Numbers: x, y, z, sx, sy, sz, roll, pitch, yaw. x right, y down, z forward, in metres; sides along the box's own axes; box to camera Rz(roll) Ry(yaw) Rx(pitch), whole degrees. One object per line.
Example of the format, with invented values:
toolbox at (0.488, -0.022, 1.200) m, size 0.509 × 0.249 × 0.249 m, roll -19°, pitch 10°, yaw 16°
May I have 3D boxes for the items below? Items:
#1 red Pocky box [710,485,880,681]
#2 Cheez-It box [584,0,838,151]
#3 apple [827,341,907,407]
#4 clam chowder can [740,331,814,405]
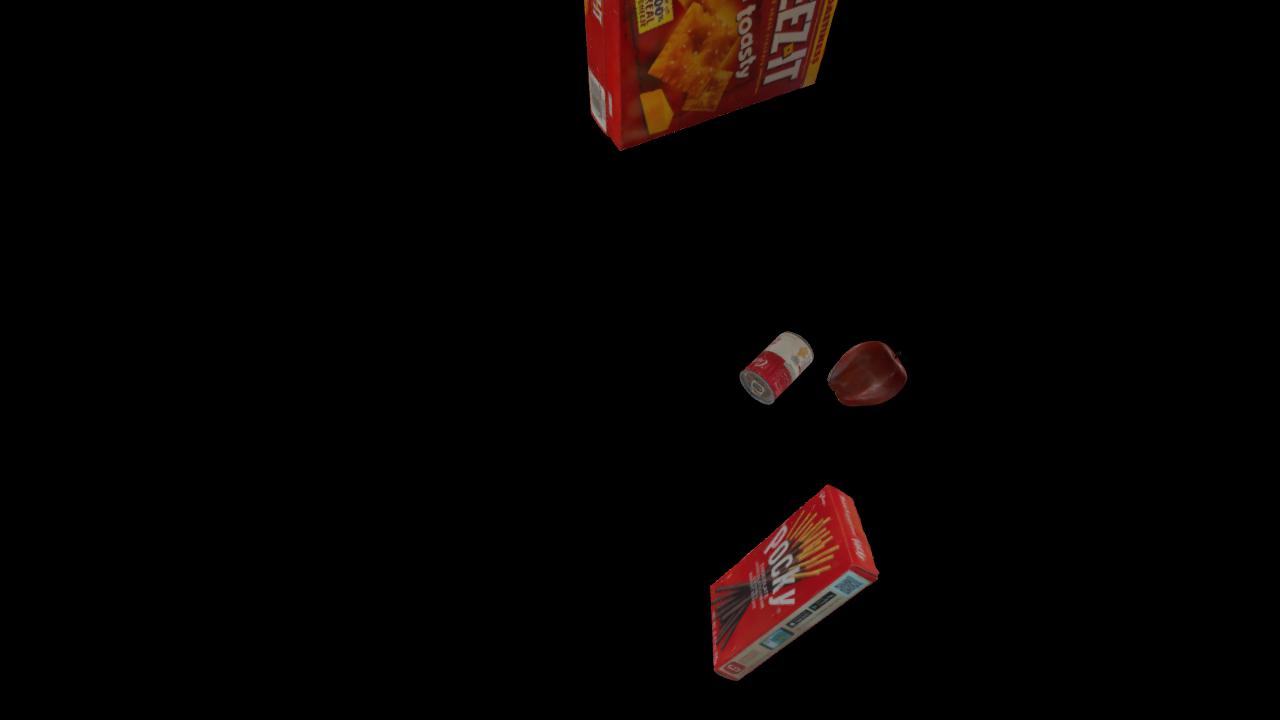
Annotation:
red Pocky box at (0.111, 0.174, 0.480) m, size 0.028 × 0.155 × 0.083 m, roll 32°, pitch 27°, yaw -13°
Cheez-It box at (0.064, -0.293, 0.525) m, size 0.223 × 0.071 × 0.166 m, roll -25°, pitch -27°, yaw -15°
apple at (0.282, 0.018, 0.762) m, size 0.093 × 0.079 × 0.079 m, roll -33°, pitch -11°, yaw 17°
clam chowder can at (0.213, 0.011, 0.954) m, size 0.102 × 0.068 × 0.068 m, roll -41°, pitch 16°, yaw -20°
